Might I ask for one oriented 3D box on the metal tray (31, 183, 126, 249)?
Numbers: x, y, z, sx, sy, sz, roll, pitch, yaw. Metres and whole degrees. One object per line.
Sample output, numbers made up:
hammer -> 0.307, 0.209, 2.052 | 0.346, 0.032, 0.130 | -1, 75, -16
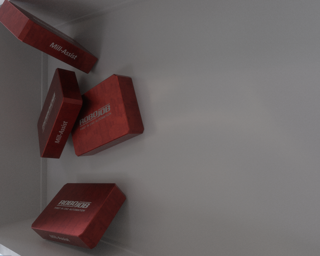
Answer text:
metal tray -> -0.124, 0.127, 0.468 | 0.130, 0.090, 0.030 | -8, 125, 39

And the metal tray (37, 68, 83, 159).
metal tray -> -0.172, -0.023, 0.520 | 0.129, 0.030, 0.090 | -58, 39, 31

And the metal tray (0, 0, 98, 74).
metal tray -> -0.169, -0.137, 0.476 | 0.090, 0.131, 0.030 | 40, 100, 32

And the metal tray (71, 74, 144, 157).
metal tray -> -0.089, -0.016, 0.477 | 0.130, 0.030, 0.090 | -23, 75, 37
